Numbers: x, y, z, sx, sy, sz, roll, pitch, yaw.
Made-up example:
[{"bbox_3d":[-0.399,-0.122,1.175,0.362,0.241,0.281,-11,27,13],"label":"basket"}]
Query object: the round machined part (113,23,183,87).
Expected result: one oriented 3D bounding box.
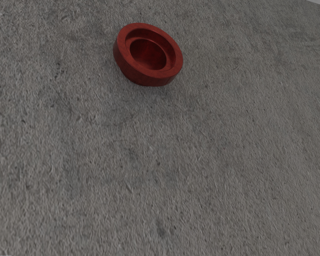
[{"bbox_3d":[-0.020,-0.098,0.442,0.099,0.042,0.098,13,56,-21],"label":"round machined part"}]
